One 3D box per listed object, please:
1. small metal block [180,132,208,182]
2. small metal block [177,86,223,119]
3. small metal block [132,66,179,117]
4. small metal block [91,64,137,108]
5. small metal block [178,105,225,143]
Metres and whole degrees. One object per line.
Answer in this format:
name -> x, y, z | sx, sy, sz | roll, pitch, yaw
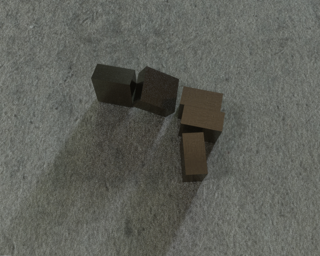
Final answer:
small metal block -> 0.040, 0.037, 0.382 | 0.025, 0.050, 0.050 | -3, 70, -1
small metal block -> 0.051, -0.028, 0.406 | 0.050, 0.050, 0.025 | 11, 71, 4
small metal block -> -0.005, -0.048, 0.415 | 0.050, 0.025, 0.050 | 18, 68, -24
small metal block -> -0.059, -0.055, 0.411 | 0.050, 0.050, 0.025 | 11, 60, 6
small metal block -> 0.052, -0.004, 0.397 | 0.050, 0.050, 0.025 | 11, 71, 4
